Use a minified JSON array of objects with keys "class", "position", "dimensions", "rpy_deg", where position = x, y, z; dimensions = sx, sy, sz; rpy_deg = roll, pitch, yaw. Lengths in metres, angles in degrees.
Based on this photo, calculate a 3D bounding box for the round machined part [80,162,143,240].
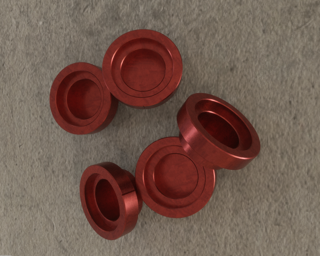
[{"class":"round machined part","position":[-0.060,0.092,0.407],"dimensions":[0.098,0.042,0.097],"rpy_deg":[10,105,43]}]

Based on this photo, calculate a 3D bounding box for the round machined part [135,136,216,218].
[{"class":"round machined part","position":[0.022,0.059,0.390],"dimensions":[0.098,0.042,0.097],"rpy_deg":[0,88,16]}]

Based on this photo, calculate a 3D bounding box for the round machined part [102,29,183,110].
[{"class":"round machined part","position":[-0.021,-0.071,0.397],"dimensions":[0.099,0.042,0.097],"rpy_deg":[0,83,3]}]

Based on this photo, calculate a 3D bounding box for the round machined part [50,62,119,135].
[{"class":"round machined part","position":[-0.101,-0.040,0.433],"dimensions":[0.098,0.042,0.097],"rpy_deg":[0,90,21]}]

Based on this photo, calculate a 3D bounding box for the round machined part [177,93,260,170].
[{"class":"round machined part","position":[0.061,0.008,0.353],"dimensions":[0.098,0.099,0.042],"rpy_deg":[46,127,14]}]
